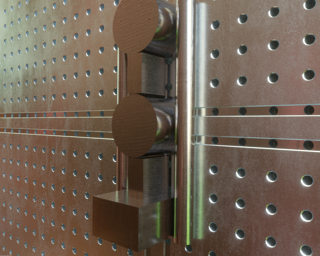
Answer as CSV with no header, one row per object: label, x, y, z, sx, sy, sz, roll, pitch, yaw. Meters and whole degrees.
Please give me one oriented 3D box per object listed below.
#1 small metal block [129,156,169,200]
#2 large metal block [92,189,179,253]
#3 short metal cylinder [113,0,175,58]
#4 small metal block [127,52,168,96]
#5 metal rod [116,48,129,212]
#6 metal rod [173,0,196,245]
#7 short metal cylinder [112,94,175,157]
small metal block,-0.014,0.062,0.404,0.025,0.050,0.050,0,90,40
large metal block,-0.029,0.112,0.397,0.080,0.081,0.050,1,91,40
short metal cylinder,-0.016,-0.133,0.406,0.080,0.050,0.080,0,90,40
small metal block,-0.016,-0.068,0.405,0.025,0.050,0.050,1,91,40
metal rod,-0.050,-0.009,0.450,0.025,0.025,0.298,1,91,40
metal rod,0.031,-0.009,0.383,0.025,0.025,0.298,1,91,40
short metal cylinder,-0.018,-0.003,0.407,0.080,0.050,0.080,0,90,40
